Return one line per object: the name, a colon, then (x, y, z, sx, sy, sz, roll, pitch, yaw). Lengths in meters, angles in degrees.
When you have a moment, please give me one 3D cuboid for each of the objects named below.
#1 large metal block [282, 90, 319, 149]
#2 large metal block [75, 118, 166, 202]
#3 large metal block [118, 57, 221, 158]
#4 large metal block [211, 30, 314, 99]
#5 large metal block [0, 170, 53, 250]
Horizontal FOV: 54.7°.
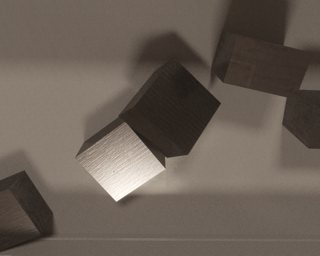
large metal block: (0.209, -0.013, 0.380, 0.081, 0.080, 0.050, 2, 110, -1)
large metal block: (-0.049, 0.036, 0.411, 0.080, 0.050, 0.080, -35, 107, 11)
large metal block: (0.012, -0.022, 0.369, 0.080, 0.050, 0.080, 42, 65, -14)
large metal block: (0.111, -0.075, 0.356, 0.081, 0.080, 0.050, 12, 110, -5)
large metal block: (-0.215, 0.118, 0.439, 0.080, 0.050, 0.080, -22, 109, 7)
